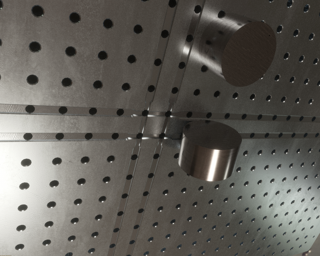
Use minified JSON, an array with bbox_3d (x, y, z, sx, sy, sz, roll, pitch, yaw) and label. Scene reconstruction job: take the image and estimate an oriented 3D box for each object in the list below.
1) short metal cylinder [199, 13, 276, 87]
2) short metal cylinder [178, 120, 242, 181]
[{"bbox_3d":[0.097,-0.098,0.389,0.081,0.050,0.079,-14,125,-21],"label":"short metal cylinder"},{"bbox_3d":[0.069,0.030,0.433,0.081,0.080,0.050,-8,122,-25],"label":"short metal cylinder"}]
